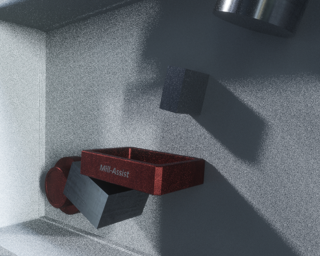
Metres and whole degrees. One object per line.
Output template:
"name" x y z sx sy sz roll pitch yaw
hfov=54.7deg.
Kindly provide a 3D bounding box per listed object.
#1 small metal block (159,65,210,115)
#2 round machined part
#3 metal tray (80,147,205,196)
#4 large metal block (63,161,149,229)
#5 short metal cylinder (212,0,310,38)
"small metal block" 0.029 -0.043 0.365 0.025 0.050 0.050 19 102 38
"round machined part" -0.158 0.098 0.523 0.098 0.042 0.097 0 90 39
"metal tray" -0.023 0.048 0.381 0.130 0.091 0.030 6 94 39
"large metal block" -0.072 0.085 0.428 0.080 0.081 0.050 32 110 35
"short metal cylinder" 0.096 -0.122 0.291 0.080 0.081 0.050 28 108 36
